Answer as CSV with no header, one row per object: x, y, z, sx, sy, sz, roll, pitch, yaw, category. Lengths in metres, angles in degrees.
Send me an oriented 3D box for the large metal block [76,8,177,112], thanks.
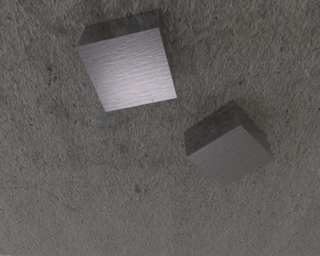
-0.031,-0.070,0.330,0.080,0.050,0.080,-11,130,9,large metal block

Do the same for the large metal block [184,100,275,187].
0.090,0.023,0.411,0.080,0.050,0.080,-35,122,26,large metal block
